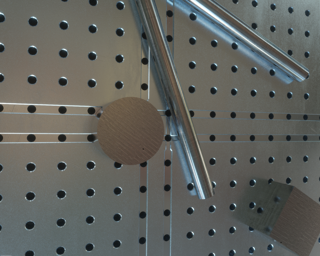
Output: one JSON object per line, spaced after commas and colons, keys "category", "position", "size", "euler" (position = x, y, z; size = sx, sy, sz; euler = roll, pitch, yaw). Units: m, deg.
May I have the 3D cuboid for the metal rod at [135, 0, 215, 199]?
{"category": "metal rod", "position": [0.019, -0.046, 0.419], "size": [0.025, 0.025, 0.298], "euler": [-20, 97, -19]}

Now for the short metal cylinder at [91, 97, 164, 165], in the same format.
{"category": "short metal cylinder", "position": [-0.041, 0.003, 0.384], "size": [0.081, 0.050, 0.079], "euler": [0, 90, -20]}

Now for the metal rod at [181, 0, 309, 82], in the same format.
{"category": "metal rod", "position": [0.102, -0.152, 0.449], "size": [0.301, 0.025, 0.025], "euler": [28, 81, -18]}

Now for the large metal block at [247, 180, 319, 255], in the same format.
{"category": "large metal block", "position": [0.195, 0.138, 0.472], "size": [0.080, 0.050, 0.080], "euler": [35, 79, -17]}
